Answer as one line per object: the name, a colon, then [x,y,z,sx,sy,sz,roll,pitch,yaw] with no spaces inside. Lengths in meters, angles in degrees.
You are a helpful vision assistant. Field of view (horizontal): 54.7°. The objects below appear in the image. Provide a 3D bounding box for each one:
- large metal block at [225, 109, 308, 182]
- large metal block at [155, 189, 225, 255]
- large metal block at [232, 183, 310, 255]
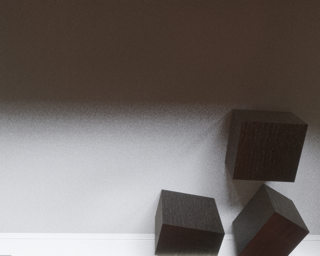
large metal block: [0.136,0.022,0.408,0.081,0.050,0.079,3,110,-2]
large metal block: [0.037,0.135,0.432,0.081,0.080,0.050,11,110,-4]
large metal block: [0.149,0.137,0.431,0.050,0.080,0.080,32,107,-1]
